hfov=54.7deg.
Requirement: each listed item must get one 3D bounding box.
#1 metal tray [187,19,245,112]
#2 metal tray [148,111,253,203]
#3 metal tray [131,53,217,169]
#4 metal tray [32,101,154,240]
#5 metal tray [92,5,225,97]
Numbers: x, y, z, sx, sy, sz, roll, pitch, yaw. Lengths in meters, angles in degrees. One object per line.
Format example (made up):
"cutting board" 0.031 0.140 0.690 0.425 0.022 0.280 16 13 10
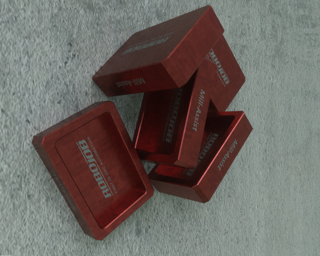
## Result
"metal tray" 0.073 -0.094 0.466 0.090 0.030 0.130 -52 121 -27
"metal tray" 0.054 0.032 0.411 0.130 0.090 0.030 -51 121 -28
"metal tray" 0.014 -0.020 0.377 0.030 0.090 0.129 21 77 -39
"metal tray" -0.068 0.046 0.347 0.091 0.030 0.129 -36 112 -34
"metal tray" -0.007 -0.078 0.334 0.030 0.130 0.090 52 59 -28
